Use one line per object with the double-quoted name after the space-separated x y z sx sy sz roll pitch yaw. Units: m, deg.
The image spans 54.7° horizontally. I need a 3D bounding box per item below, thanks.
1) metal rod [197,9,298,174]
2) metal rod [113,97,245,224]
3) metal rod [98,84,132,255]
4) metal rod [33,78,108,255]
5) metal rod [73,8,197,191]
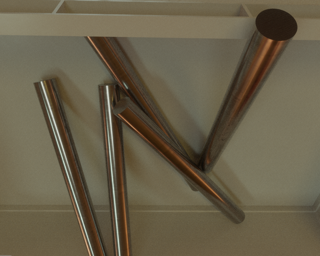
0.069 -0.003 0.323 0.025 0.025 0.299 0 157 -1 "metal rod"
0.044 0.062 0.431 0.025 0.025 0.300 -29 128 22 "metal rod"
-0.054 0.092 0.405 0.025 0.025 0.298 -2 105 1 "metal rod"
-0.105 0.085 0.401 0.025 0.025 0.298 -10 105 8 "metal rod"
-0.009 -0.012 0.398 0.025 0.025 0.299 -21 127 17 "metal rod"
